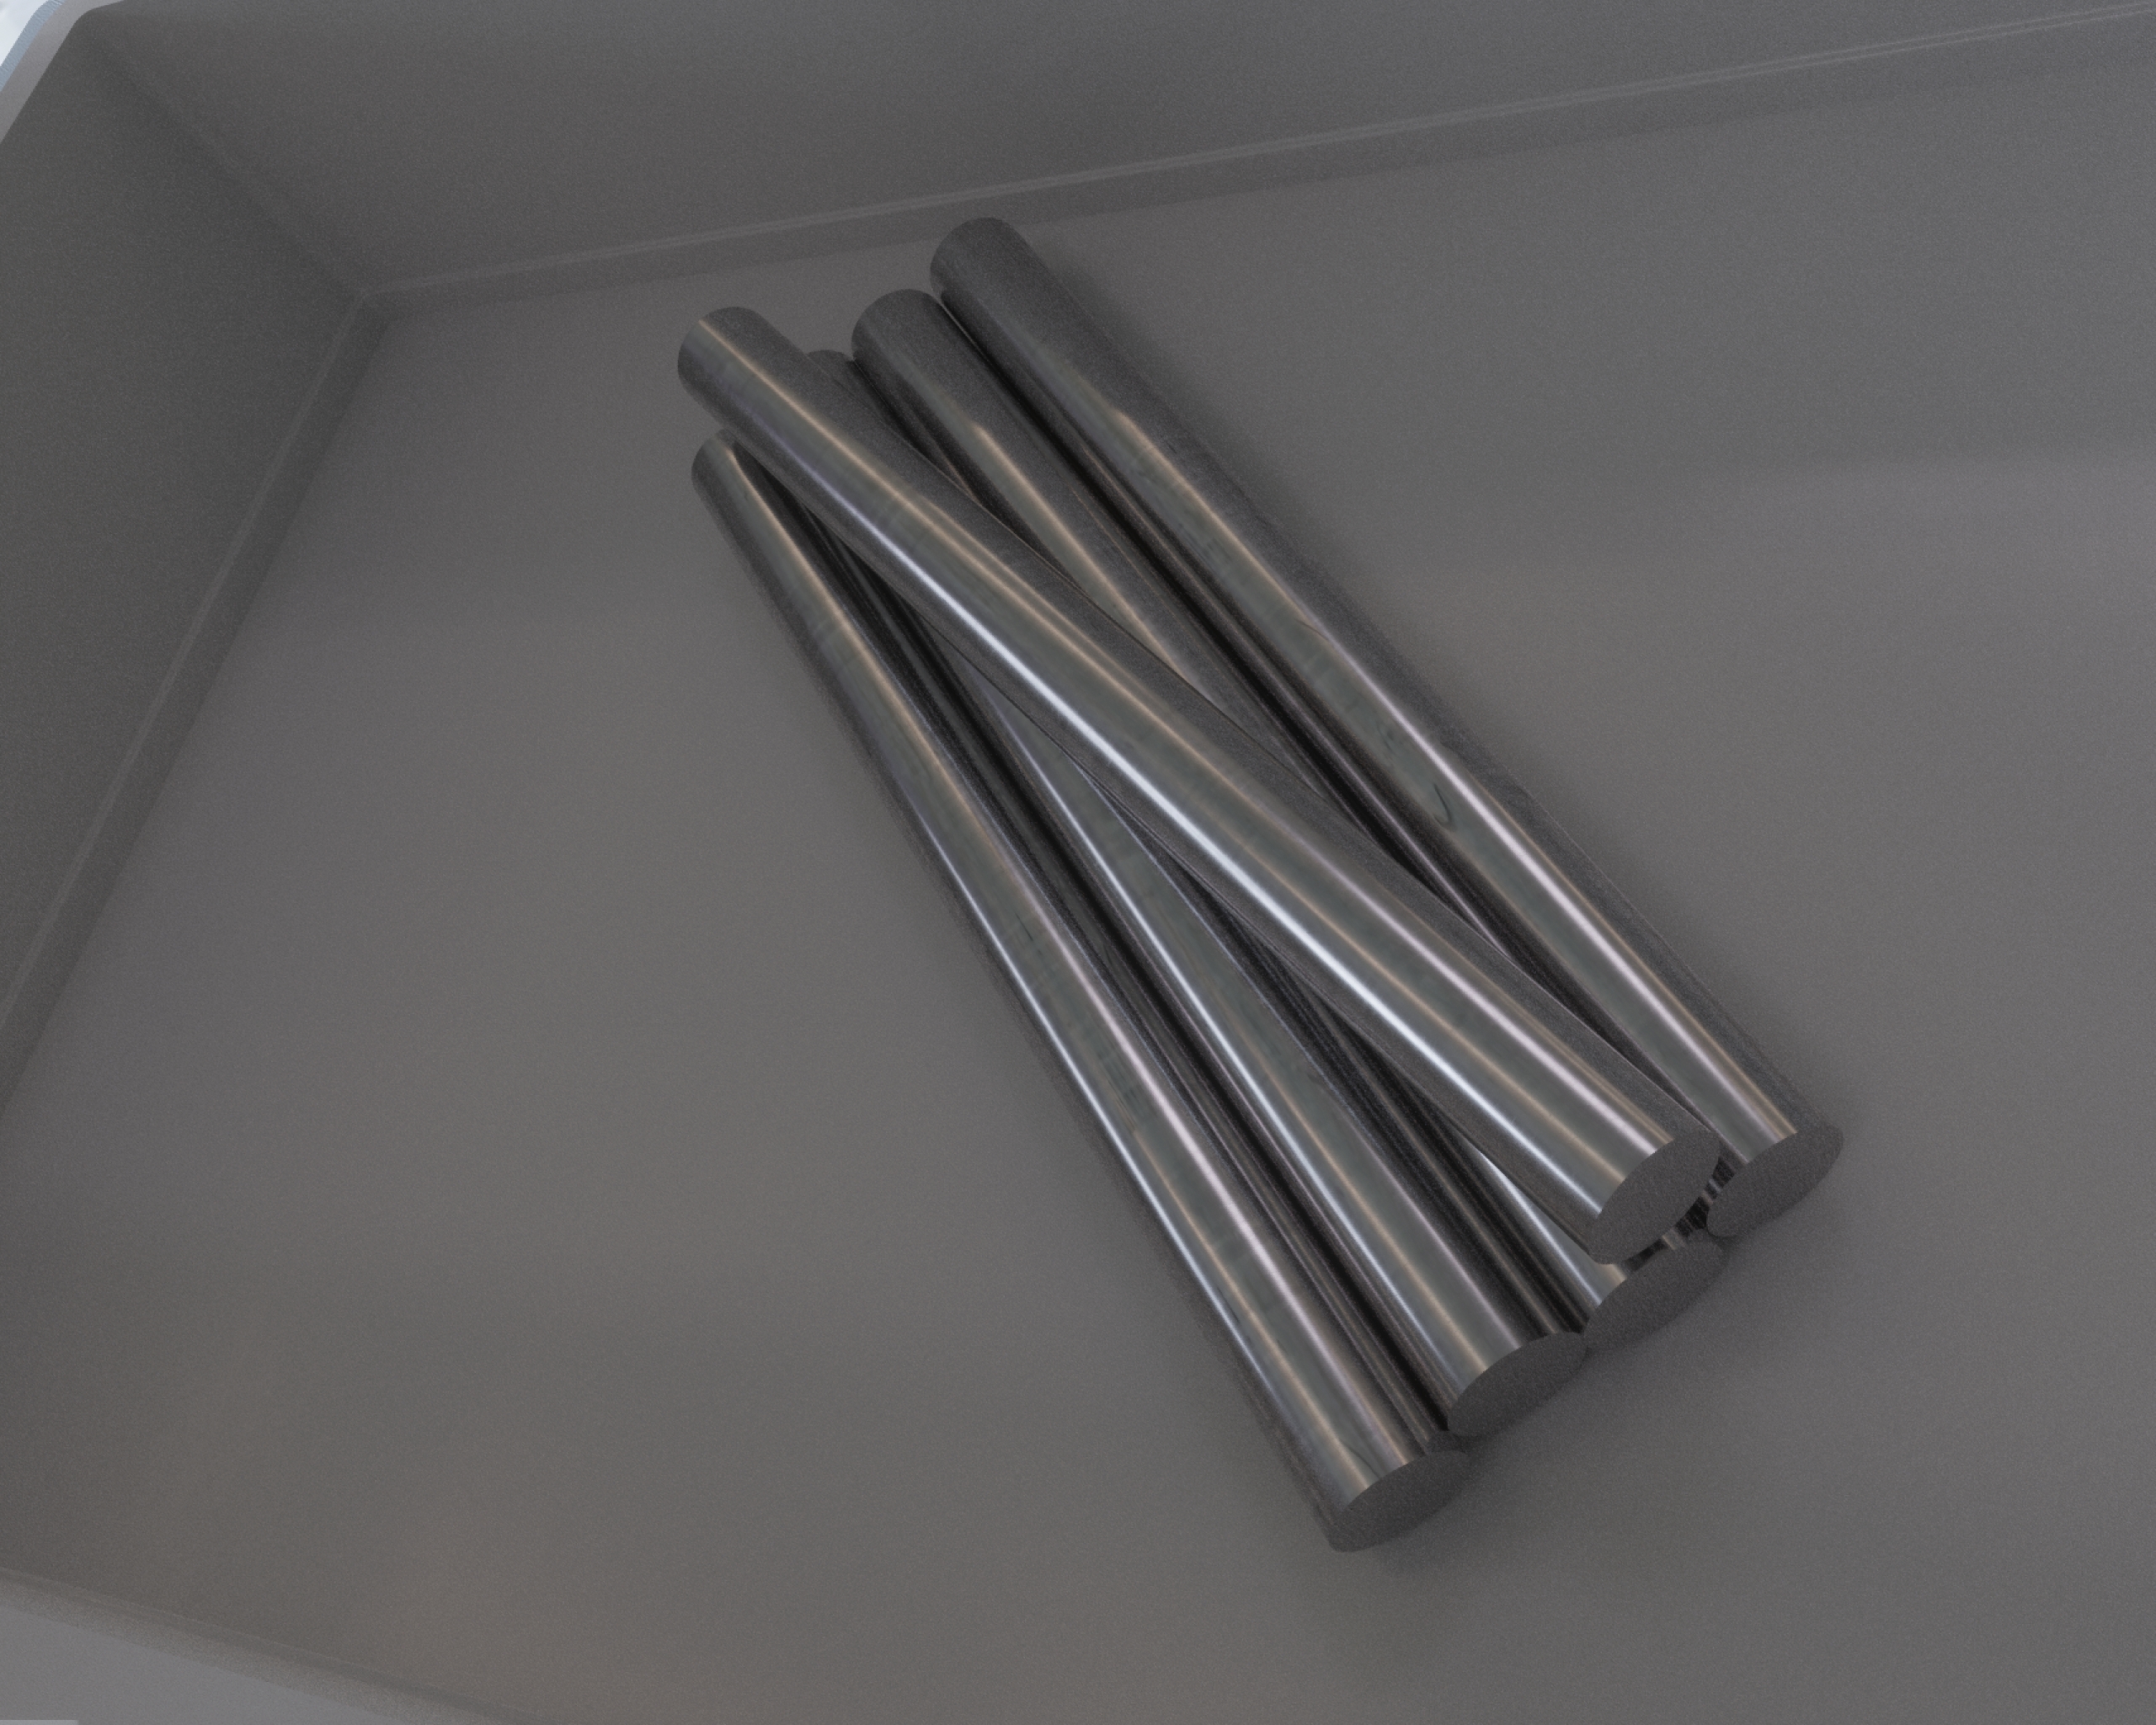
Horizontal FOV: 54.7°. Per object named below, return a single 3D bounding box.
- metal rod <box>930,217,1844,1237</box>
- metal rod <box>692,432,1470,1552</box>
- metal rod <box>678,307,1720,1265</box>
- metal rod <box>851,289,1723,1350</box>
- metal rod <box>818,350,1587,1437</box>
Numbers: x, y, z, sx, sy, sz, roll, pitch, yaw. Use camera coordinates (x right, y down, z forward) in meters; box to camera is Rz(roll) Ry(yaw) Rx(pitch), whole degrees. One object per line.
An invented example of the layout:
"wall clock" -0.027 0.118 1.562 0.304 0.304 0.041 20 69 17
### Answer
"metal rod" 0.041 -0.048 0.412 0.025 0.025 0.300 -37 51 4
"metal rod" -0.016 0.001 0.412 0.025 0.025 0.300 -37 51 4
"metal rod" 0.000 -0.035 0.392 0.025 0.025 0.300 -43 51 -2
"metal rod" 0.022 -0.031 0.411 0.025 0.025 0.300 -37 51 4
"metal rod" 0.002 -0.017 0.413 0.025 0.025 0.300 -37 51 4
